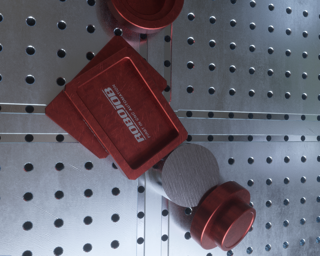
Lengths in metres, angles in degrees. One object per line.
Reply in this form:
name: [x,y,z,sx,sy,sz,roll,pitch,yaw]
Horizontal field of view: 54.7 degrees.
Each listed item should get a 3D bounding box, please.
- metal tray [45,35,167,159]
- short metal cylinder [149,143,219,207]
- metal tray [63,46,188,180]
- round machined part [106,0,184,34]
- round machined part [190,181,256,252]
metal tray: [-0.065,-0.038,0.387,0.090,0.030,0.130,43,76,-15]
short metal cylinder: [0.031,0.059,0.412,0.081,0.050,0.079,0,90,-20]
metal tray: [-0.038,-0.016,0.364,0.090,0.030,0.130,-37,103,-16]
round machined part: [-0.022,-0.169,0.396,0.099,0.042,0.097,0,90,-21]
round machined part: [0.090,0.124,0.414,0.099,0.042,0.097,-25,131,-32]
